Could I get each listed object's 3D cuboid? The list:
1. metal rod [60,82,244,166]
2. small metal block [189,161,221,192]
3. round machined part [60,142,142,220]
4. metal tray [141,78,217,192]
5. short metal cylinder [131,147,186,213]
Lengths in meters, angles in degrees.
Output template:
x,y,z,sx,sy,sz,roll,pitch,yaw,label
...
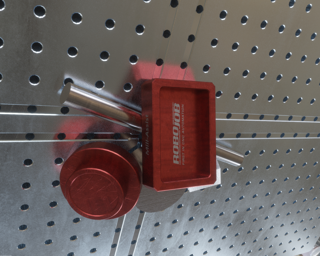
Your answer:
x,y,z,sx,sy,sz,roll,pitch,yaw,label
0.013,0.007,0.418,0.302,0.025,0.025,21,107,-36,metal rod
0.064,0.069,0.470,0.050,0.025,0.050,-16,143,0,small metal block
-0.072,0.069,0.368,0.099,0.042,0.097,2,110,6,round machined part
0.025,0.007,0.383,0.091,0.030,0.129,-1,90,-29,metal tray
-0.008,0.069,0.429,0.081,0.050,0.079,-14,124,-21,short metal cylinder
